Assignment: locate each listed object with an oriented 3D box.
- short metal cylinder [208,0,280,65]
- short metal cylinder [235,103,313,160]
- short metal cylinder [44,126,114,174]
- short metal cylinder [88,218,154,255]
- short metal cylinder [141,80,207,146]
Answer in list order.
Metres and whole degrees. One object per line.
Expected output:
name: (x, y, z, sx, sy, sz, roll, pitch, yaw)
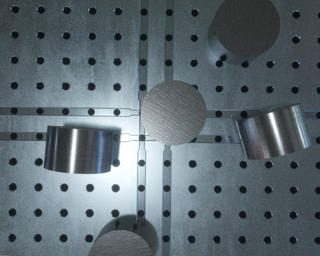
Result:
short metal cylinder: (0.107, -0.127, 0.402, 0.081, 0.050, 0.079, 0, 90, -1)
short metal cylinder: (0.141, 0.004, 0.388, 0.080, 0.080, 0.050, -16, 90, 0)
short metal cylinder: (-0.099, 0.025, 0.385, 0.081, 0.080, 0.050, 5, 90, -1)
short metal cylinder: (-0.048, 0.163, 0.400, 0.081, 0.050, 0.079, 0, 90, -1)
short metal cylinder: (0.017, -0.019, 0.401, 0.081, 0.050, 0.079, 0, 90, -1)
